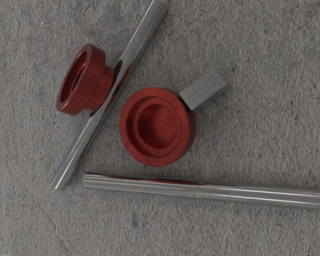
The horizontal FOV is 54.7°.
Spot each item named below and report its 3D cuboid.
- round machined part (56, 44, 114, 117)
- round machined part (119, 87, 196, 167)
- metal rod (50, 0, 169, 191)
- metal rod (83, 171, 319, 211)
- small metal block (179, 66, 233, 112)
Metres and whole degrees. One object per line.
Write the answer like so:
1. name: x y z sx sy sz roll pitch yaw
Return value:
1. round machined part: -0.097 -0.060 0.416 0.098 0.042 0.098 -37 40 39
2. round machined part: 0.000 -0.003 0.394 0.098 0.042 0.097 3 97 28
3. metal rod: -0.075 -0.039 0.435 0.025 0.025 0.299 34 101 16
4. metal rod: 0.038 0.077 0.395 0.301 0.025 0.025 1 91 19
5. small metal block: 0.057 -0.045 0.376 0.050 0.050 0.025 -38 78 16
